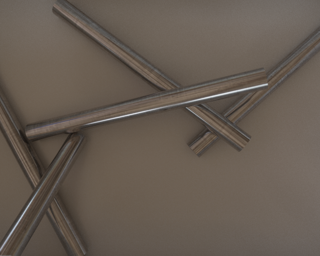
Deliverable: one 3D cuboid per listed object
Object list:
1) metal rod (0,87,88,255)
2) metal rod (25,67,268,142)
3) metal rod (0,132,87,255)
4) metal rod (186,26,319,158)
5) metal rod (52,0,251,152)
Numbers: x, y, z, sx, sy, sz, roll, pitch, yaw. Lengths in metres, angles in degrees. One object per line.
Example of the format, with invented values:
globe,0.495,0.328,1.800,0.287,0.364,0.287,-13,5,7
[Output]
metal rod,-0.177,0.037,0.409,0.025,0.025,0.299,-28,90,0
metal rod,-0.026,-0.025,0.377,0.301,0.025,0.025,-12,90,13
metal rod,-0.156,0.126,0.326,0.025,0.025,0.300,23,55,0
metal rod,0.156,-0.069,0.413,0.300,0.025,0.025,-41,91,-1
metal rod,-0.014,-0.071,0.396,0.300,0.025,0.025,37,90,5
